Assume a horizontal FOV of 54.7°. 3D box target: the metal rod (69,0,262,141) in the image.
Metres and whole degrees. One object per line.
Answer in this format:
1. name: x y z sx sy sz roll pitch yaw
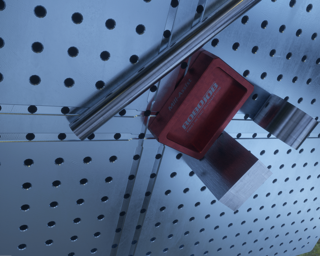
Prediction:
1. metal rod: 0.020 -0.088 0.367 0.301 0.025 0.025 -38 129 -2

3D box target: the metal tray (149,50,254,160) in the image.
1. metal tray: 0.057 -0.027 0.422 0.090 0.030 0.130 27 104 -37

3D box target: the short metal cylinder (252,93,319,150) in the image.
1. short metal cylinder: 0.190 -0.010 0.473 0.080 0.080 0.050 24 105 -37

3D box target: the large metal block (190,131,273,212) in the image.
1. large metal block: 0.107 0.065 0.474 0.080 0.080 0.050 -47 129 5
